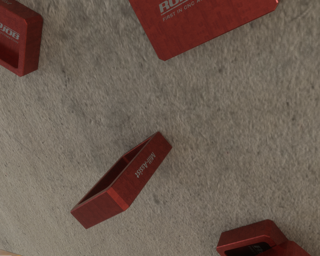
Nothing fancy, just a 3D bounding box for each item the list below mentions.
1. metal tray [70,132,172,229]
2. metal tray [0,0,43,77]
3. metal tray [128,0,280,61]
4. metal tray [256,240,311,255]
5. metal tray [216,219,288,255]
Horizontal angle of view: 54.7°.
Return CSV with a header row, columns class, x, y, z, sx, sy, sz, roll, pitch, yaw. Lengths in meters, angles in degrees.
class,x,y,z,sx,sy,sz,roll,pitch,yaw
metal tray,-0.046,0.064,0.401,0.090,0.131,0.030,-34,99,38
metal tray,-0.230,-0.142,0.434,0.130,0.030,0.089,31,128,7
metal tray,0.037,-0.132,0.302,0.130,0.030,0.090,-18,110,34
metal tray,0.157,0.210,0.410,0.090,0.030,0.129,40,129,0
metal tray,0.156,0.197,0.442,0.090,0.030,0.130,-34,100,38
